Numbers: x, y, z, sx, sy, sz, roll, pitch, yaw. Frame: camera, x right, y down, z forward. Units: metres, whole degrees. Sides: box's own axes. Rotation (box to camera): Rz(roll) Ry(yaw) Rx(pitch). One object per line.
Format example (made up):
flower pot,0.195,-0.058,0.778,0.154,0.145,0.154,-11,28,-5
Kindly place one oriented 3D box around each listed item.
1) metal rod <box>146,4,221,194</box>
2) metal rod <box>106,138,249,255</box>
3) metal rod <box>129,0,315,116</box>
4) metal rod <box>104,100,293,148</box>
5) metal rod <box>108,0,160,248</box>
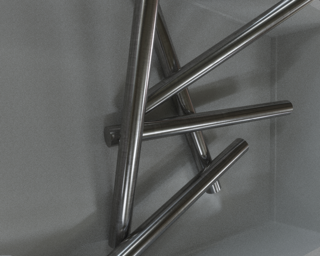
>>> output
metal rod,0.031,-0.040,0.432,0.025,0.025,0.299,-33,111,-35
metal rod,0.023,0.097,0.391,0.302,0.025,0.025,-34,112,-35
metal rod,0.086,-0.102,0.397,0.301,0.025,0.025,-35,114,-7
metal rod,0.071,-0.011,0.427,0.303,0.025,0.025,-9,96,-28
metal rod,-0.030,-0.008,0.339,0.025,0.025,0.298,-2,104,-40
